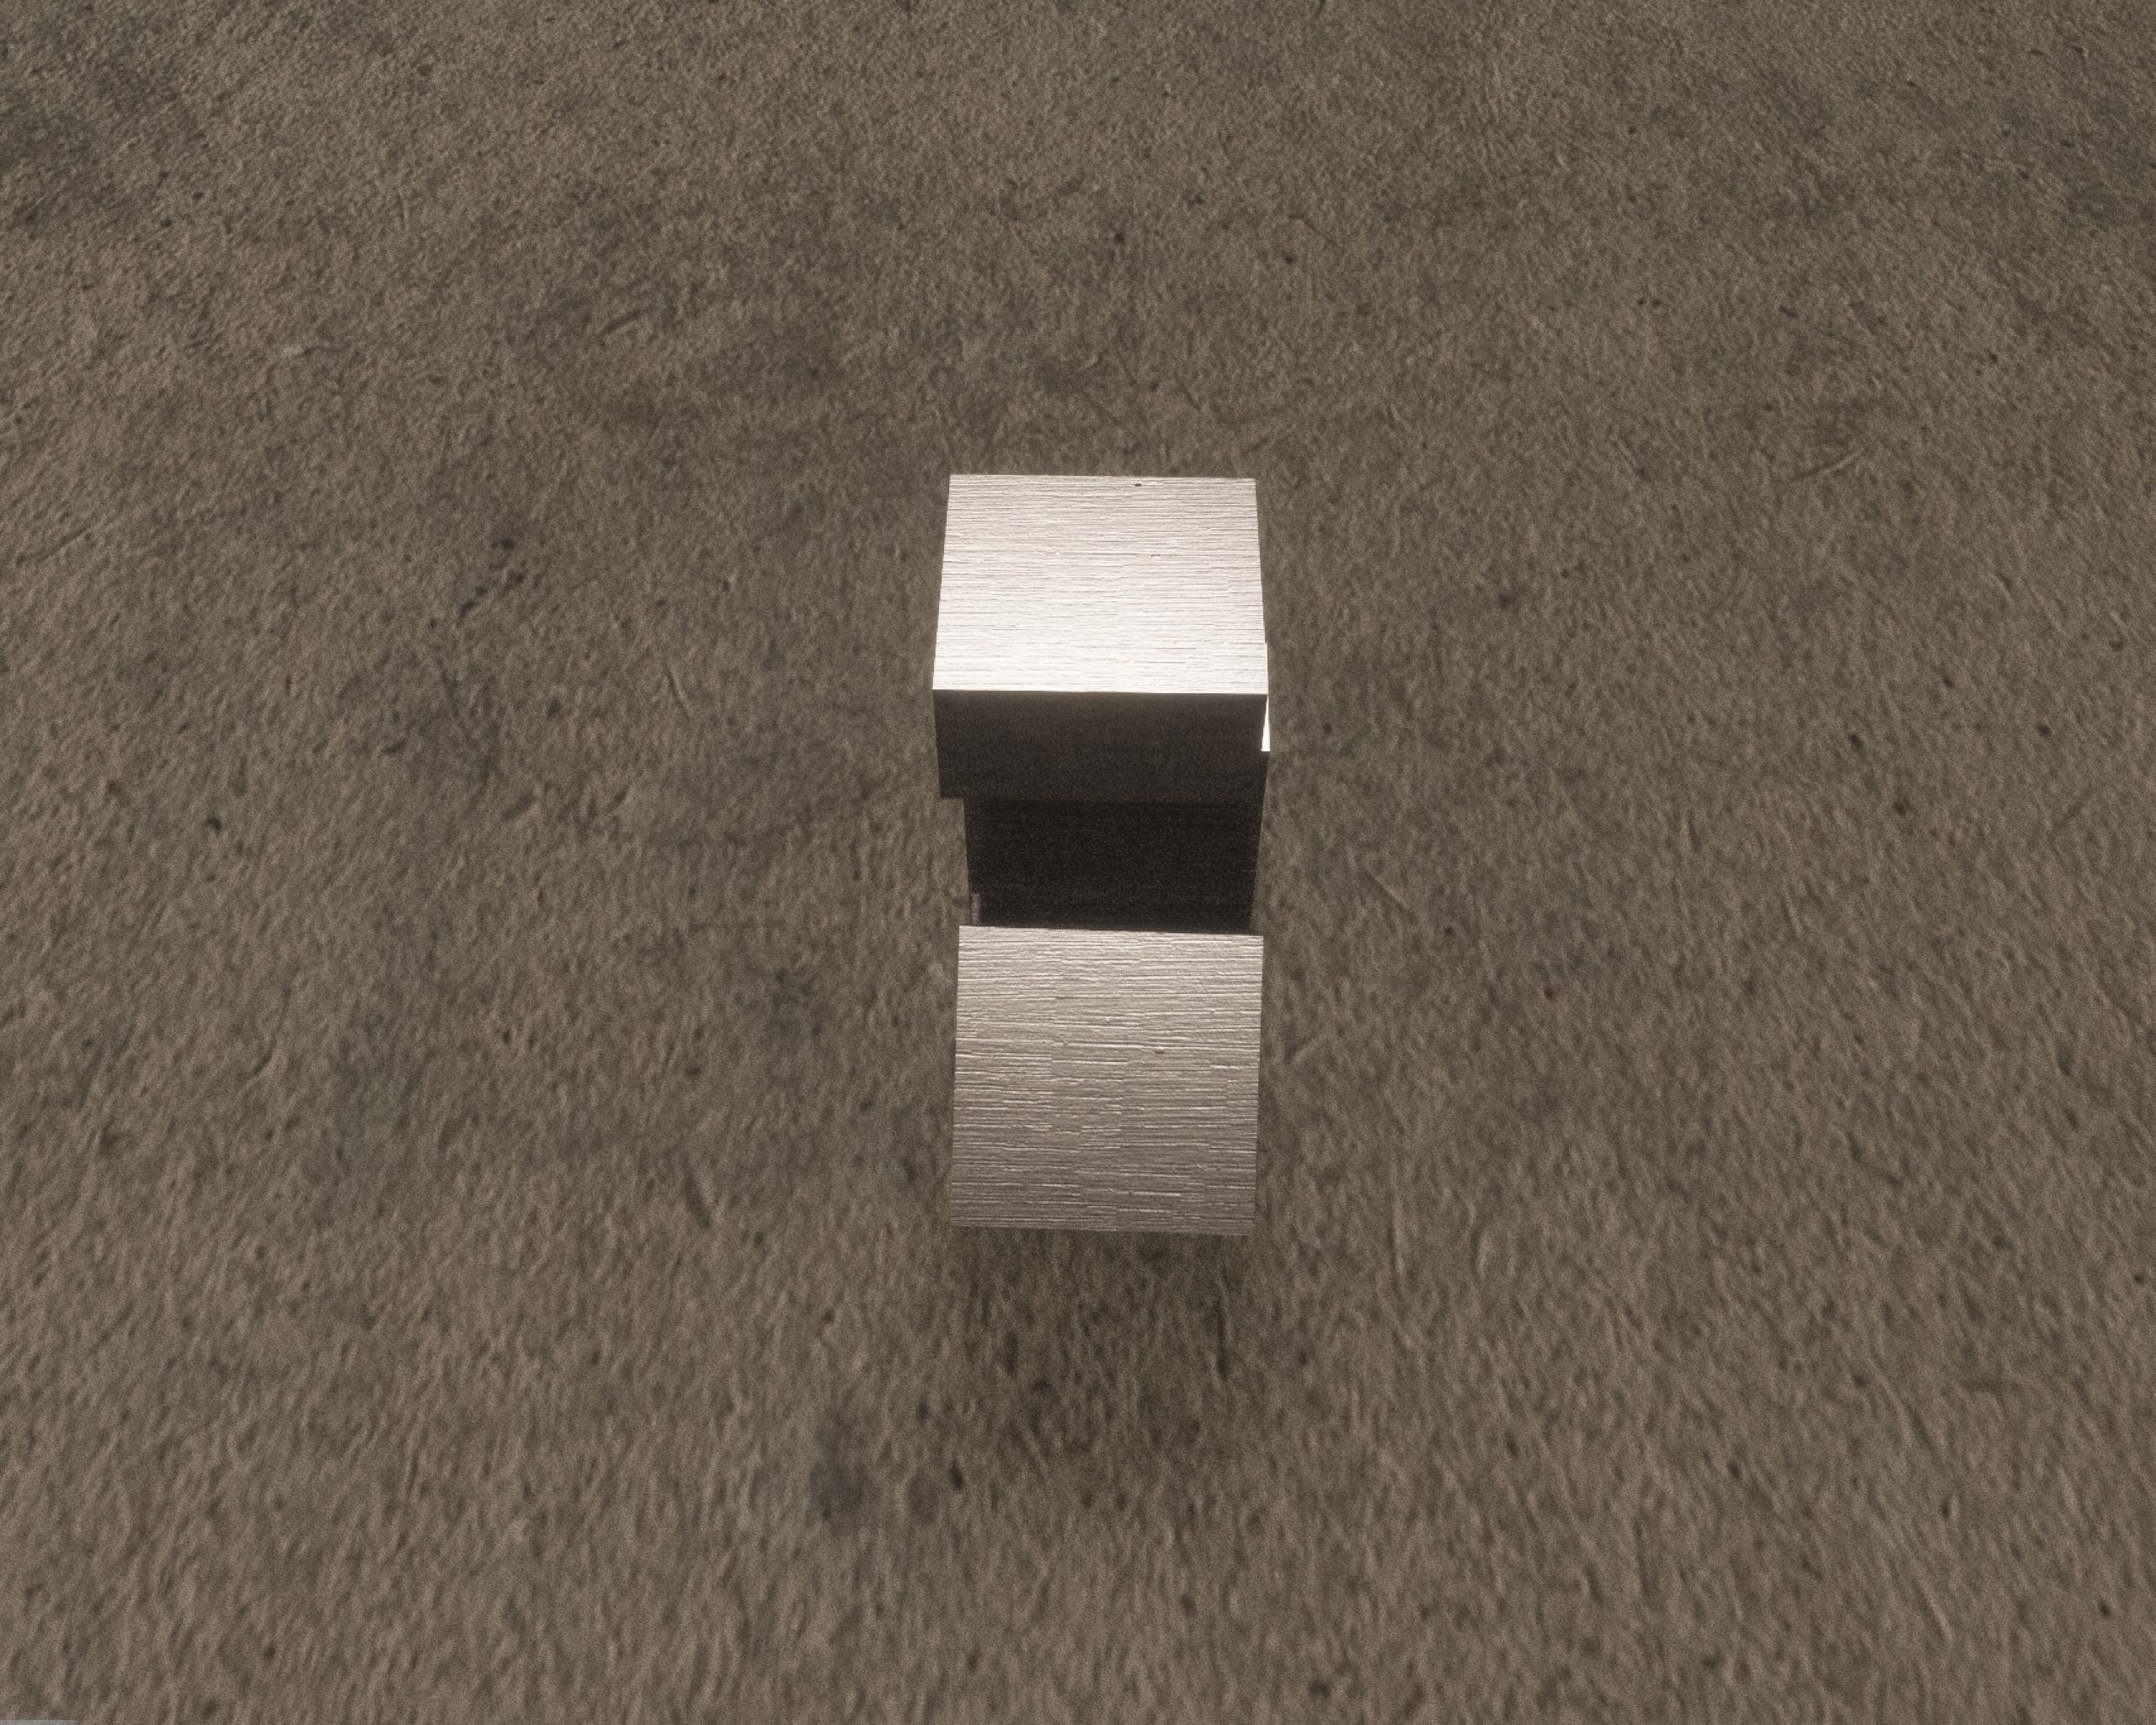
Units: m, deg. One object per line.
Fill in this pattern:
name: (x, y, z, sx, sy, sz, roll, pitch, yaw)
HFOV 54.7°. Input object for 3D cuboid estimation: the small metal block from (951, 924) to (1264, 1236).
small metal block: (0.005, 0.036, 0.358, 0.050, 0.025, 0.050, 2, 91, 1)

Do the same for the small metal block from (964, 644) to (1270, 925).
small metal block: (0.006, -0.013, 0.366, 0.050, 0.050, 0.025, 2, 50, 1)

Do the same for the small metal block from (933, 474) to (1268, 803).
small metal block: (0.004, -0.037, 0.338, 0.050, 0.025, 0.050, 1, 50, 0)

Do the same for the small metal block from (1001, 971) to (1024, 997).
small metal block: (0.006, 0.011, 0.396, 0.050, 0.025, 0.050, 2, 50, 1)

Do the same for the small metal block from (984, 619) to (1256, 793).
small metal block: (0.009, -0.032, 0.416, 0.050, 0.025, 0.050, 2, 14, 1)
